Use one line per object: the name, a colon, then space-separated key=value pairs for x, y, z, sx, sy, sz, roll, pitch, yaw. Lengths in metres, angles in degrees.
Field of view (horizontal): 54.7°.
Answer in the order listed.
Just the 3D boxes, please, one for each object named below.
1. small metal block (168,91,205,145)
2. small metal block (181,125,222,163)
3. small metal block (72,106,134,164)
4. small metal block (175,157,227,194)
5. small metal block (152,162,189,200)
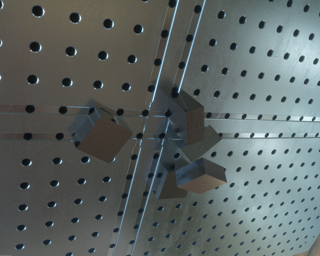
small metal block: x=0.034 y=-0.014 z=0.407 sx=0.025 sy=0.050 sz=0.050 roll=-19 pitch=126 yaw=-18
small metal block: x=0.057 y=0.023 z=0.440 sx=0.050 sy=0.050 sz=0.025 roll=-40 pitch=86 yaw=-2
small metal block: x=-0.070 y=0.009 z=0.380 sx=0.050 sy=0.025 sz=0.050 roll=32 pitch=100 yaw=-39
small metal block: x=0.059 y=0.070 z=0.442 sx=0.050 sy=0.025 sz=0.050 roll=-32 pitch=138 yaw=33
small metal block: x=0.021 y=0.080 z=0.474 sx=0.050 sy=0.025 sz=0.050 roll=3 pitch=117 yaw=-30
